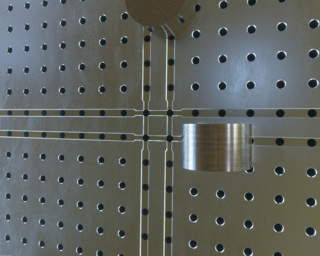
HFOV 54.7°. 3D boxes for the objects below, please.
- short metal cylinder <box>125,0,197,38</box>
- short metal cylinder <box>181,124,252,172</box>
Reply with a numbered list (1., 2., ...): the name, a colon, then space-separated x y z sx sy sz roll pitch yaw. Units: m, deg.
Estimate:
1. short metal cylinder: 0.003 -0.163 0.398 0.080 0.050 0.080 0 90 20
2. short metal cylinder: 0.065 0.020 0.360 0.080 0.080 0.050 0 90 20
